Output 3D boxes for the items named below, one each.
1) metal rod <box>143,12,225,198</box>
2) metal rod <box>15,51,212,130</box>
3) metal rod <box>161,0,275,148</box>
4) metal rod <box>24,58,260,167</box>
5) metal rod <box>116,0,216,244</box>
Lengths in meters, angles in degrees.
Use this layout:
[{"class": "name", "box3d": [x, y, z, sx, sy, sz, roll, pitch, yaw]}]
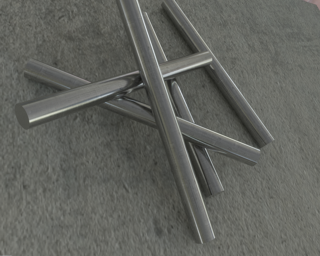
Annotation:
[{"class": "metal rod", "box3d": [0.020, -0.047, 0.444, 0.025, 0.025, 0.299, -8, 66, -32]}, {"class": "metal rod", "box3d": [-0.027, -0.060, 0.383, 0.302, 0.025, 0.025, -27, 77, -43]}, {"class": "metal rod", "box3d": [0.090, -0.099, 0.514, 0.025, 0.025, 0.299, -22, 74, -36]}, {"class": "metal rod", "box3d": [-0.015, -0.016, 0.385, 0.302, 0.025, 0.025, 21, 53, -8]}, {"class": "metal rod", "box3d": [0.006, -0.014, 0.361, 0.025, 0.025, 0.298, -17, 88, -35]}]
